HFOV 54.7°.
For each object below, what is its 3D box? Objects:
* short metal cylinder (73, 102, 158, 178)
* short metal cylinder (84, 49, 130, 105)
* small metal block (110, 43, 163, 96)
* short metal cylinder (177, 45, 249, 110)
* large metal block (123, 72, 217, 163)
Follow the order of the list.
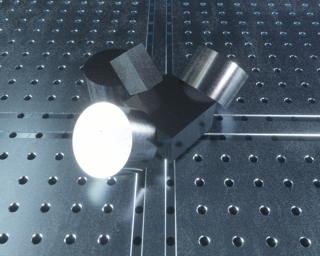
[{"bbox_3d":[-0.050,0.014,0.347,0.080,0.050,0.080,-2,85,29],"label":"short metal cylinder"},{"bbox_3d":[-0.064,-0.069,0.444,0.081,0.050,0.080,0,50,0],"label":"short metal cylinder"},{"bbox_3d":[-0.030,-0.071,0.382,0.025,0.050,0.050,-38,16,-25],"label":"small metal block"},{"bbox_3d":[0.070,-0.067,0.415,0.080,0.080,0.050,36,97,26],"label":"short metal cylinder"},{"bbox_3d":[0.012,-0.016,0.397,0.080,0.050,0.080,37,59,26],"label":"large metal block"}]
